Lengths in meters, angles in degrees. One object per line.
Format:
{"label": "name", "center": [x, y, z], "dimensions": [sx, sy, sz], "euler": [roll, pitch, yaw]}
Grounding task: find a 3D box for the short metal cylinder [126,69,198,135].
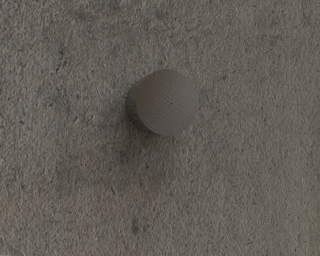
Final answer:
{"label": "short metal cylinder", "center": [0.001, -0.031, 0.396], "dimensions": [0.081, 0.050, 0.080], "euler": [0, 90, -20]}
